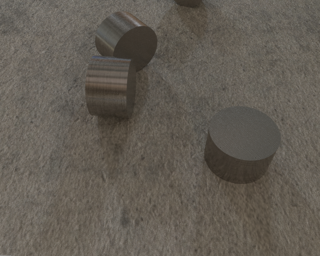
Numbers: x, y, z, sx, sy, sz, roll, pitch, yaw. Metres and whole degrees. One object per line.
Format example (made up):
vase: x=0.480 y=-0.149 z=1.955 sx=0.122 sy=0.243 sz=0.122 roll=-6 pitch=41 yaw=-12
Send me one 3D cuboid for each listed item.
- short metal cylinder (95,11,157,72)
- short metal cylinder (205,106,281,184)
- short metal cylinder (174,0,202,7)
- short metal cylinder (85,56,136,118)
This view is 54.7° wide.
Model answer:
short metal cylinder: x=-0.051 y=-0.130 z=0.476 sx=0.081 sy=0.080 sz=0.050 roll=-30 pitch=57 yaw=-23
short metal cylinder: x=0.096 y=0.020 z=0.372 sx=0.081 sy=0.050 sz=0.080 roll=0 pitch=50 yaw=0
short metal cylinder: x=0.060 y=-0.289 z=0.611 sx=0.080 sy=0.080 sz=0.050 roll=20 pitch=53 yaw=16
short metal cylinder: x=-0.063 y=-0.054 z=0.412 sx=0.050 sy=0.080 sz=0.080 roll=4 pitch=50 yaw=3
